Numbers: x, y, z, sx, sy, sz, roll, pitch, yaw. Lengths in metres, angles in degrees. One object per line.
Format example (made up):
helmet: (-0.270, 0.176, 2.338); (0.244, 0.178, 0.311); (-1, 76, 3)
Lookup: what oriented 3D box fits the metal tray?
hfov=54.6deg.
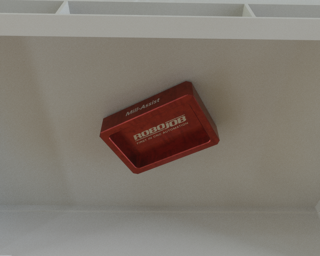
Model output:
metal tray: (0.000, 0.004, 0.405); (0.130, 0.030, 0.090); (-23, 127, 17)
